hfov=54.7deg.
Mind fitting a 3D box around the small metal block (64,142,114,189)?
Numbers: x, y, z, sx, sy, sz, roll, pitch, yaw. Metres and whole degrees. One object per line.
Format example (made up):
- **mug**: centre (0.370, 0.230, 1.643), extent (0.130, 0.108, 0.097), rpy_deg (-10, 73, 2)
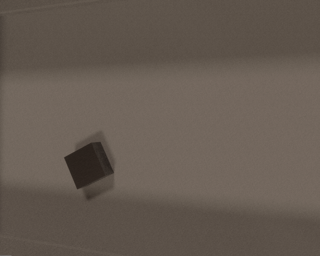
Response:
- **small metal block**: centre (-0.102, 0.053, 0.445), extent (0.050, 0.025, 0.050), rpy_deg (-28, 81, 17)
